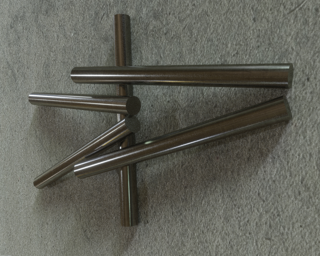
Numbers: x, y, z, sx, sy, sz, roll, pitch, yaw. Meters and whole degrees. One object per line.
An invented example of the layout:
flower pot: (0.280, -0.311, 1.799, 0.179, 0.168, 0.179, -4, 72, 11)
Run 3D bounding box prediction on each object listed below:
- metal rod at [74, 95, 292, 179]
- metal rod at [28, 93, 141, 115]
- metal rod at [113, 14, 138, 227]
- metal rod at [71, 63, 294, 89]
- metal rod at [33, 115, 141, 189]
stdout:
metal rod: (0.004, 0.021, 0.381, 0.300, 0.025, 0.025, -19, 78, 31)
metal rod: (-0.139, -0.043, 0.500, 0.300, 0.025, 0.025, 8, 95, 45)
metal rod: (-0.050, -0.012, 0.445, 0.025, 0.025, 0.298, -4, 87, 39)
metal rod: (0.002, -0.065, 0.382, 0.300, 0.025, 0.025, 6, 94, 33)
metal rod: (-0.133, 0.050, 0.495, 0.299, 0.025, 0.025, -29, 72, 41)
